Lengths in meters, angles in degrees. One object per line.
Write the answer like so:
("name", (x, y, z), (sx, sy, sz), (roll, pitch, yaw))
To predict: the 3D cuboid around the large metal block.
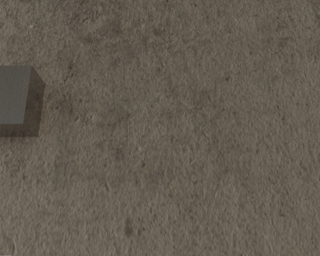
("large metal block", (-0.204, -0.034, 0.405), (0.081, 0.050, 0.080), (-1, 70, -1))
